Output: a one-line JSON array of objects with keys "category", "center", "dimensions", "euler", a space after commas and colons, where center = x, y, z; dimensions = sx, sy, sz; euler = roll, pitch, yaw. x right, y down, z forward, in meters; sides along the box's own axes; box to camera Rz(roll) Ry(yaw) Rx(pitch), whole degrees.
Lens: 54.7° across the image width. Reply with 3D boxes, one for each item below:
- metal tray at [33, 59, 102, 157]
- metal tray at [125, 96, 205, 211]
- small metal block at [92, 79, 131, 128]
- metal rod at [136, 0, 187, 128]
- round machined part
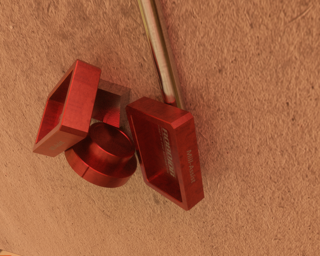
[{"category": "metal tray", "center": [-0.121, -0.019, 0.394], "dimensions": [0.030, 0.090, 0.130], "euler": [20, 155, -29]}, {"category": "metal tray", "center": [0.007, 0.032, 0.391], "dimensions": [0.090, 0.030, 0.129], "euler": [23, 135, 44]}, {"category": "small metal block", "center": [-0.070, -0.034, 0.421], "dimensions": [0.050, 0.025, 0.050], "euler": [20, 126, 16]}, {"category": "metal rod", "center": [0.001, -0.090, 0.349], "dimensions": [0.025, 0.025, 0.298], "euler": [-2, 118, 29]}, {"category": "round machined part", "center": [-0.073, 0.029, 0.416], "dimensions": [0.098, 0.098, 0.042], "euler": [37, 115, 3]}]
